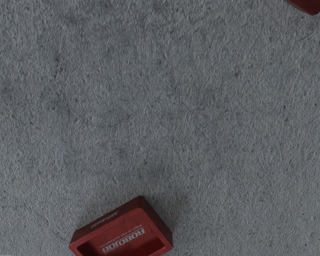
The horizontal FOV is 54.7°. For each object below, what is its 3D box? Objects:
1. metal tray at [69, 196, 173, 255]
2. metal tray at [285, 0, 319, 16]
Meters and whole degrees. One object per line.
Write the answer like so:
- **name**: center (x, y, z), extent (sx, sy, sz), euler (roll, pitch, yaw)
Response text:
- **metal tray**: center (-0.057, 0.171, 0.469), extent (0.130, 0.030, 0.090), euler (-31, 107, 10)
- **metal tray**: center (0.164, -0.195, 0.314), extent (0.091, 0.030, 0.129), euler (18, 118, -26)
